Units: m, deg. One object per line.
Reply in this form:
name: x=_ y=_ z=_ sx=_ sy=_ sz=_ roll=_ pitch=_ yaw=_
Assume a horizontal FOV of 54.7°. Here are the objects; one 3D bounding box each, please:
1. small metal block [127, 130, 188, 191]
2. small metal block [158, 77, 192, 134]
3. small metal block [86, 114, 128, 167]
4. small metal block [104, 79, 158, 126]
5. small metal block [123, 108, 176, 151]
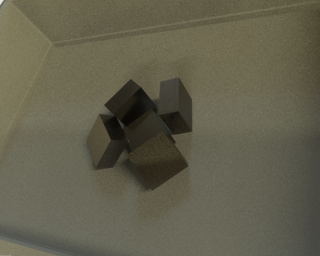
small metal block: x=-0.002 y=0.037 z=0.364 sx=0.050 sy=0.025 sz=0.050 roll=-35 pitch=88 yaw=4
small metal block: x=0.021 y=-0.027 z=0.391 sx=0.025 sy=0.050 sz=0.050 roll=-10 pitch=57 yaw=21
small metal block: x=-0.072 y=0.017 z=0.414 sx=0.050 sy=0.025 sz=0.050 roll=-58 pitch=45 yaw=29
small metal block: x=-0.039 y=-0.030 z=0.424 sx=0.050 sy=0.050 sz=0.025 roll=-45 pitch=51 yaw=-3
small metal block: x=-0.016 y=0.011 z=0.403 sx=0.050 sy=0.025 sz=0.050 roll=-36 pitch=51 yaw=4
